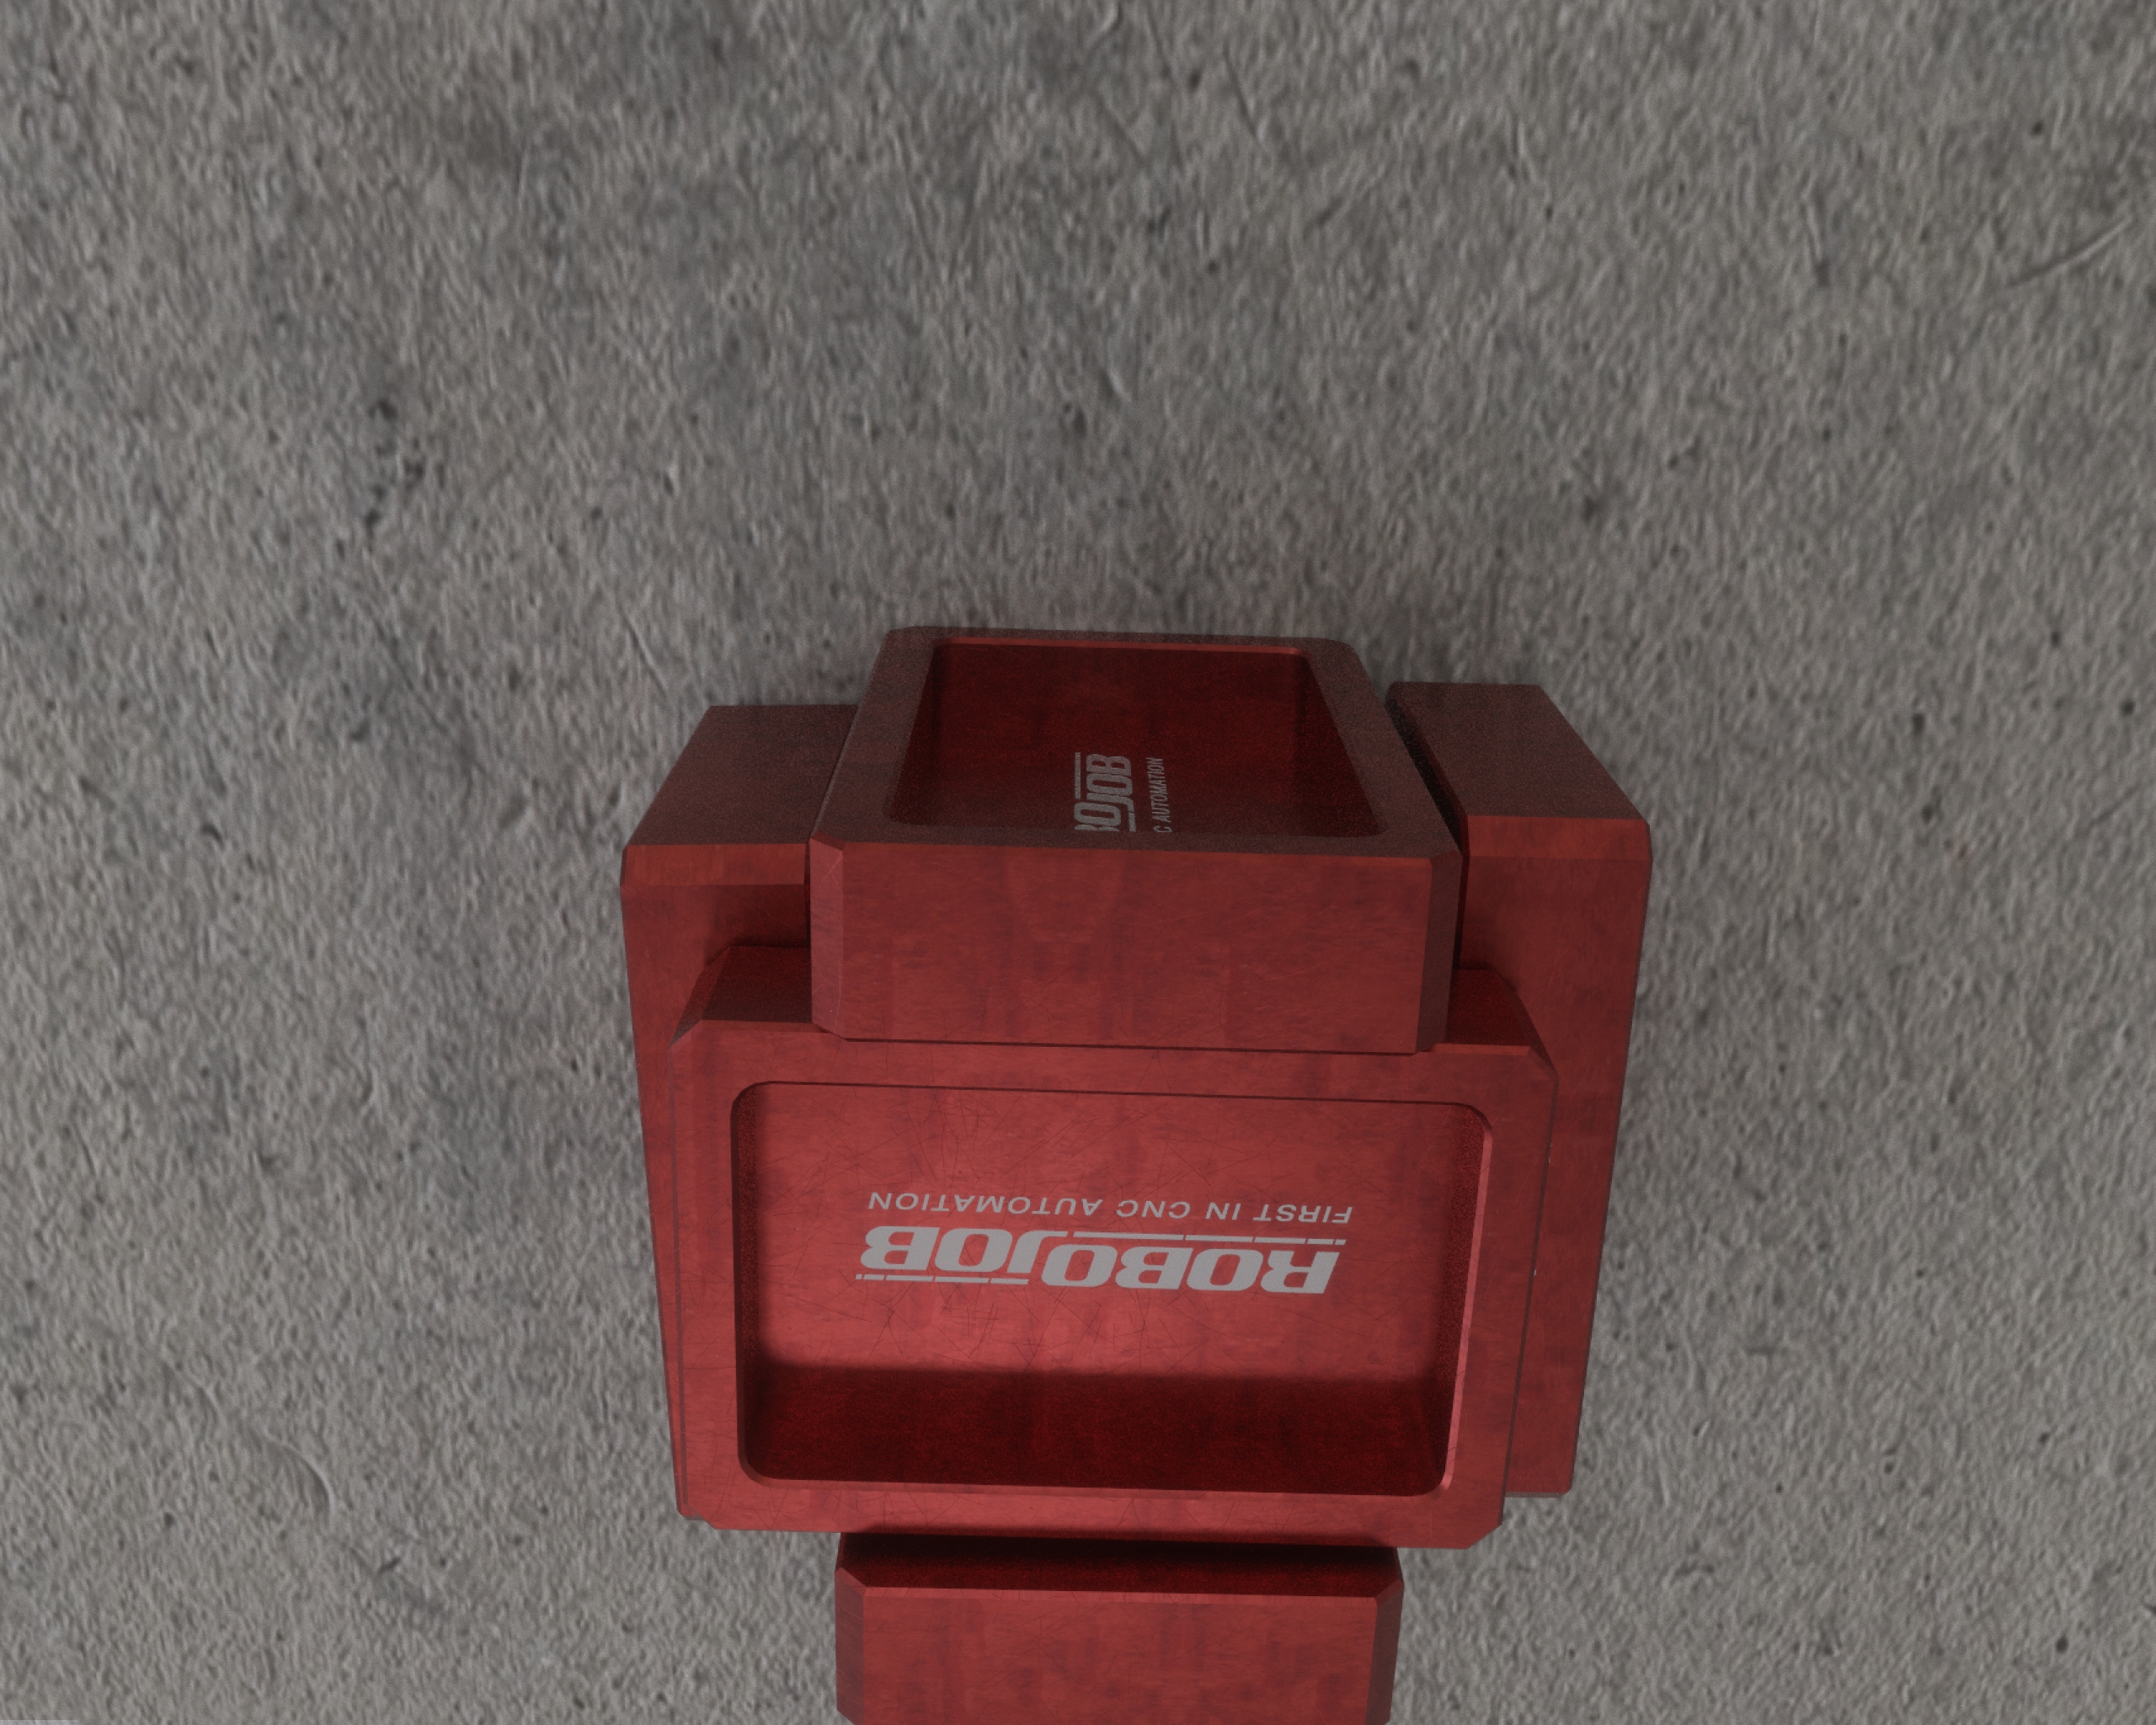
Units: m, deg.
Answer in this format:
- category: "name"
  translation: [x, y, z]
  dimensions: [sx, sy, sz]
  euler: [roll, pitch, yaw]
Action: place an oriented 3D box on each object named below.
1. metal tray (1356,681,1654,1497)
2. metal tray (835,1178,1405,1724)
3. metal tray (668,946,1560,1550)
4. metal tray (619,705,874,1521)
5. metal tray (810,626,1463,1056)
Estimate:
- category: "metal tray"
  translation: [0.074, 0.040, 0.390]
  dimensions: [0.030, 0.090, 0.129]
  euler: [1, 110, -1]
- category: "metal tray"
  translation: [0.006, 0.104, 0.392]
  dimensions: [0.091, 0.130, 0.030]
  euler: [2, 112, -1]
- category: "metal tray"
  translation: [0.004, 0.062, 0.332]
  dimensions: [0.131, 0.030, 0.089]
  euler: [2, 110, -1]
- category: "metal tray"
  translation: [-0.056, 0.044, 0.390]
  dimensions: [0.030, 0.090, 0.129]
  euler: [-1, 110, 0]
- category: "metal tray"
  translation: [0.008, -0.009, 0.350]
  dimensions: [0.091, 0.130, 0.030]
  euler: [2, 110, -1]
